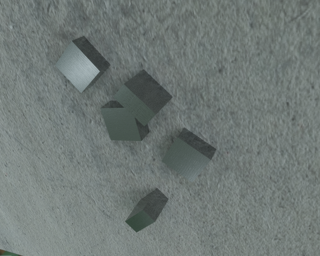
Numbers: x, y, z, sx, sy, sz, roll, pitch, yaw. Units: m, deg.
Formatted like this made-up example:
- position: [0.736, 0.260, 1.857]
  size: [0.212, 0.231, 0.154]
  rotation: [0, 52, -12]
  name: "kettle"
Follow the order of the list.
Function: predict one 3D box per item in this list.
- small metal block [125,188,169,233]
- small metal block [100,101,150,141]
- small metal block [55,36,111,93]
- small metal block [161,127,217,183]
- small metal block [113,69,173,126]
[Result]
- position: [-0.020, 0.127, 0.478]
  size: [0.025, 0.050, 0.050]
  rotation: [45, 129, -4]
  name: "small metal block"
- position: [-0.047, -0.010, 0.424]
  size: [0.050, 0.025, 0.050]
  rotation: [0, 119, 27]
  name: "small metal block"
- position: [-0.102, -0.083, 0.407]
  size: [0.050, 0.025, 0.050]
  rotation: [48, 129, -6]
  name: "small metal block"
- position: [0.037, 0.036, 0.408]
  size: [0.050, 0.025, 0.050]
  rotation: [35, 129, 5]
  name: "small metal block"
- position: [-0.019, -0.038, 0.376]
  size: [0.050, 0.050, 0.025]
  rotation: [44, 129, -2]
  name: "small metal block"
